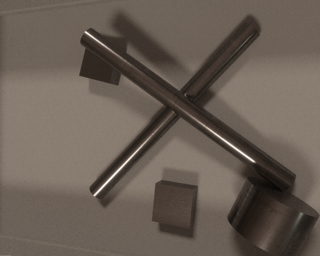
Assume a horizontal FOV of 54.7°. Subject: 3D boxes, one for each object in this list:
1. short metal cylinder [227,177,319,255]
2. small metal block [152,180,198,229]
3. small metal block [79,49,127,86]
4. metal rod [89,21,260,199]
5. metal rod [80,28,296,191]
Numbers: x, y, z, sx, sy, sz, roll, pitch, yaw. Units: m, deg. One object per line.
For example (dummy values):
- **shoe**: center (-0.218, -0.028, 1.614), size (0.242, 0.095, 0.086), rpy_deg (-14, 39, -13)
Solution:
- **short metal cylinder**: center (0.122, 0.095, 0.338), size (0.080, 0.080, 0.050), rpy_deg (27, 99, 17)
- **small metal block**: center (0.020, 0.098, 0.403), size (0.050, 0.025, 0.050), rpy_deg (6, 92, 19)
- **small metal block**: center (-0.081, -0.091, 0.438), size (0.050, 0.025, 0.050), rpy_deg (16, 95, 19)
- **metal rod**: center (0.010, -0.014, 0.406), size (0.299, 0.025, 0.025), rpy_deg (-46, 76, 13)
- **metal rod**: center (0.029, -0.025, 0.373), size (0.300, 0.025, 0.025), rpy_deg (37, 102, 6)
